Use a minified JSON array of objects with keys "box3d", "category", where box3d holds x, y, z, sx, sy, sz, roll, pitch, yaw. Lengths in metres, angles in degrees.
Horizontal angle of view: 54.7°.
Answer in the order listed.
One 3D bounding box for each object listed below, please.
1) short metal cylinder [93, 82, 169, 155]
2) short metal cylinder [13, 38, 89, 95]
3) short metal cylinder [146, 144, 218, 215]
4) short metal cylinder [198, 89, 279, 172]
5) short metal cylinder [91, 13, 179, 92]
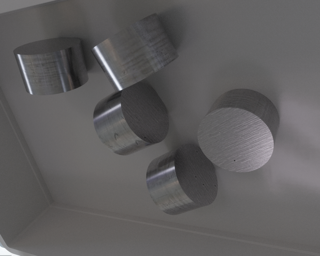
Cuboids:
[{"box3d":[-0.034,-0.011,0.384,0.050,0.080,0.080,-25,105,37],"category":"short metal cylinder"},{"box3d":[-0.137,-0.081,0.395,0.080,0.080,0.050,8,122,24],"category":"short metal cylinder"},{"box3d":[0.029,0.066,0.399,0.050,0.080,0.080,-30,102,38],"category":"short metal cylinder"},{"box3d":[0.089,0.002,0.347,0.080,0.050,0.079,13,124,21],"category":"short metal cylinder"},{"box3d":[-0.027,-0.082,0.337,0.080,0.080,0.050,-19,108,35],"category":"short metal cylinder"}]
